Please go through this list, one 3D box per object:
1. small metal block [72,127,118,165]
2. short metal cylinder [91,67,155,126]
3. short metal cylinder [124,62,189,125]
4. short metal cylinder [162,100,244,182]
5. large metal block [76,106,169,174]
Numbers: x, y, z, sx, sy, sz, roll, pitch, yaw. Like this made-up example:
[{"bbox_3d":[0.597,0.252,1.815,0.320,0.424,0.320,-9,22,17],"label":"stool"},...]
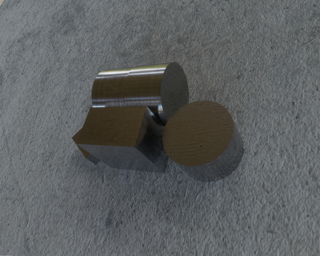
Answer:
[{"bbox_3d":[-0.091,0.016,0.444,0.050,0.025,0.050,-44,51,-3],"label":"small metal block"},{"bbox_3d":[-0.047,-0.042,0.421,0.050,0.080,0.080,1,62,29],"label":"short metal cylinder"},{"bbox_3d":[-0.002,-0.042,0.398,0.050,0.080,0.080,1,62,29],"label":"short metal cylinder"},{"bbox_3d":[0.050,0.016,0.353,0.080,0.050,0.080,-13,56,21],"label":"short metal cylinder"},{"bbox_3d":[-0.039,0.016,0.382,0.080,0.080,0.050,1,62,28],"label":"large metal block"}]
